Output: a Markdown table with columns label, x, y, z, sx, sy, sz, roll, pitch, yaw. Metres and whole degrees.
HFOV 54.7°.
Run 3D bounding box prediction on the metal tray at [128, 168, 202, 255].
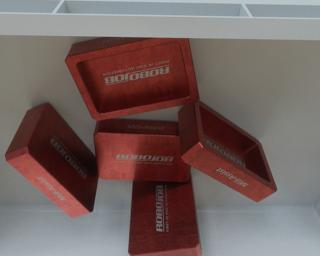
| label | x | y | z | sx | sy | sz | roll | pitch | yaw |
| --- | --- | --- | --- | --- | --- | --- | --- | --- | --- |
| metal tray | 0.006 | 0.121 | 0.439 | 0.090 | 0.130 | 0.030 | -10 | 130 | 7 |

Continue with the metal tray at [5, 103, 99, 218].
| label | x | y | z | sx | sy | sz | roll | pitch | yaw |
| --- | --- | --- | --- | --- | --- | --- | --- | --- | --- |
| metal tray | -0.128 | 0.043 | 0.399 | 0.030 | 0.090 | 0.130 | -20 | 128 | 14 |

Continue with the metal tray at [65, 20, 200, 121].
| label | x | y | z | sx | sy | sz | roll | pitch | yaw |
| --- | --- | --- | --- | --- | --- | --- | --- | --- | --- |
| metal tray | -0.027 | -0.061 | 0.351 | 0.131 | 0.030 | 0.090 | -10 | 130 | 8 |

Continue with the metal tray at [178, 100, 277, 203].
| label | x | y | z | sx | sy | sz | roll | pitch | yaw |
| --- | --- | --- | --- | --- | --- | --- | --- | --- | --- |
| metal tray | 0.083 | 0.028 | 0.388 | 0.131 | 0.090 | 0.030 | 31 | 124 | -24 |

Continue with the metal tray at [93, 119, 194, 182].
| label | x | y | z | sx | sy | sz | roll | pitch | yaw |
| --- | --- | --- | --- | --- | --- | --- | --- | --- | --- |
| metal tray | -0.021 | 0.033 | 0.430 | 0.131 | 0.030 | 0.089 | 2 | 130 | -3 |
